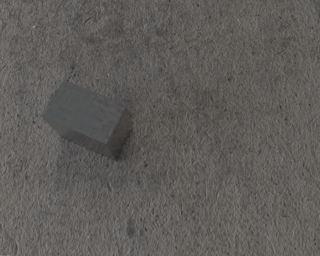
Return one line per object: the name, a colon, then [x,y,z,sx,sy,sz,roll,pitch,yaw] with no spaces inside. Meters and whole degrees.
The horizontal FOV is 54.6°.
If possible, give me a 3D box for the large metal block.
large metal block: [-0.084,-0.006,0.381,0.080,0.080,0.050,22,72,8]
